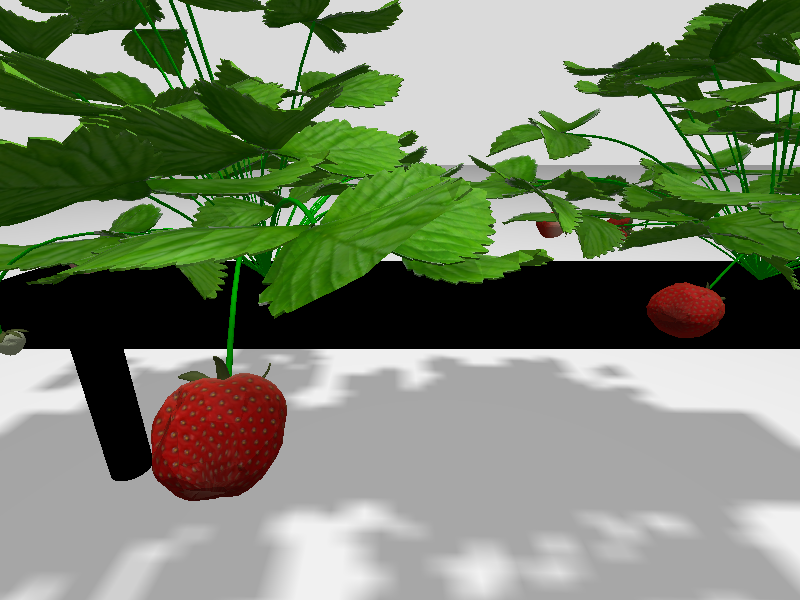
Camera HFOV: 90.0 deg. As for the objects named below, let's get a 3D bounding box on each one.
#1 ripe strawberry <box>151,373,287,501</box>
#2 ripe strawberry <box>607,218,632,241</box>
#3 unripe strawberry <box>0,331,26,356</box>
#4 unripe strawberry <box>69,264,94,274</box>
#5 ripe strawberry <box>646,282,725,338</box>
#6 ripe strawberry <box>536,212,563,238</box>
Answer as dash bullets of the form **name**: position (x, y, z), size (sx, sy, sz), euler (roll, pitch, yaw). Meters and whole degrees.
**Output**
- **ripe strawberry**: position (-0.060, 0.047, 0.134), size (0.044, 0.039, 0.040), euler (-5, 34, -13)
- **ripe strawberry**: position (0.279, -0.093, 0.515), size (0.031, 0.035, 0.033), euler (-6, 20, -16)
- **unripe strawberry**: position (-0.223, 0.025, 0.228), size (0.012, 0.013, 0.014), euler (14, 25, 33)
- **unripe strawberry**: position (-0.297, -0.038, 0.379), size (0.030, 0.026, 0.030), euler (-13, 18, 11)
- **ripe strawberry**: position (0.172, 0.008, 0.245), size (0.035, 0.035, 0.039), euler (-16, 26, -35)
- **ripe strawberry**: position (0.202, -0.100, 0.534), size (0.040, 0.034, 0.040), euler (-14, 24, -32)
